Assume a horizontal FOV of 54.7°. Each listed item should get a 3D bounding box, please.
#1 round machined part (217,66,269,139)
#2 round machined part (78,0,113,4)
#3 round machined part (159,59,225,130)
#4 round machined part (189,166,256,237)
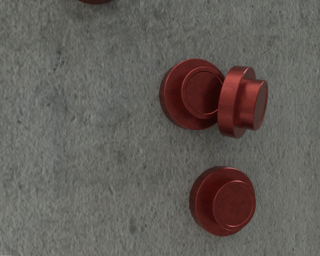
[{"bbox_3d":[0.116,-0.033,0.416,0.099,0.042,0.097,-31,127,-53],"label":"round machined part"},{"bbox_3d":[-0.080,-0.204,0.371,0.099,0.042,0.097,0,90,-21],"label":"round machined part"},{"bbox_3d":[0.052,-0.046,0.420,0.099,0.042,0.097,0,90,-20],"label":"round machined part"},{"bbox_3d":[0.095,0.105,0.437,0.099,0.042,0.097,0,90,-21],"label":"round machined part"}]
